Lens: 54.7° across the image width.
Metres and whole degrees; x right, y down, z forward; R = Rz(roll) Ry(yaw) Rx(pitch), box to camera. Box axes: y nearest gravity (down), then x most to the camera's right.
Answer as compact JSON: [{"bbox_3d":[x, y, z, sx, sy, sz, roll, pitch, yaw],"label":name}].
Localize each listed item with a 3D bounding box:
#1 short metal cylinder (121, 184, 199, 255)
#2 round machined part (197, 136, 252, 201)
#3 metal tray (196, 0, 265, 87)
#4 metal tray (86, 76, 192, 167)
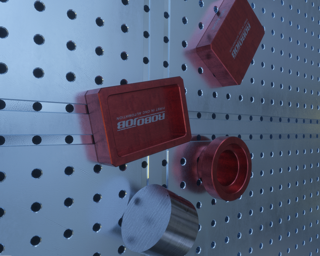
[{"bbox_3d":[-0.001,0.115,0.375,0.050,0.080,0.080,36,68,-35],"label":"short metal cylinder"},{"bbox_3d":[0.097,0.061,0.482,0.099,0.042,0.097,0,90,-40],"label":"round machined part"},{"bbox_3d":[0.120,-0.144,0.509,0.090,0.030,0.130,44,63,-31],"label":"metal tray"},{"bbox_3d":[-0.021,-0.013,0.390,0.131,0.030,0.089,-16,100,-39],"label":"metal tray"}]
